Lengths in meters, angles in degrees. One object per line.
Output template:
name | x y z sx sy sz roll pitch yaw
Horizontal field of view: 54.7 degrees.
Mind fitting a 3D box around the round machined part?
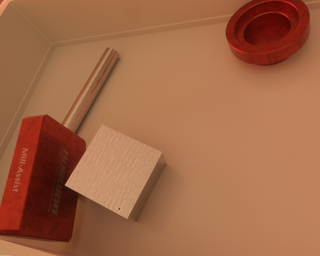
round machined part | 0.138 -0.119 0.395 0.098 0.042 0.098 -13 56 20

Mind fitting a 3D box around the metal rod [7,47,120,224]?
metal rod | -0.141 0.001 0.476 0.025 0.025 0.300 13 68 33

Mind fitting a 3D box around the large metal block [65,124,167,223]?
large metal block | -0.048 0.054 0.365 0.080 0.050 0.080 24 73 15

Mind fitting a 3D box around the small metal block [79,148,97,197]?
small metal block | -0.105 0.060 0.422 0.050 0.025 0.050 -27 52 11

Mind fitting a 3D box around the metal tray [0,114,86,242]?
metal tray | -0.131 0.061 0.360 0.030 0.090 0.130 -5 64 18
